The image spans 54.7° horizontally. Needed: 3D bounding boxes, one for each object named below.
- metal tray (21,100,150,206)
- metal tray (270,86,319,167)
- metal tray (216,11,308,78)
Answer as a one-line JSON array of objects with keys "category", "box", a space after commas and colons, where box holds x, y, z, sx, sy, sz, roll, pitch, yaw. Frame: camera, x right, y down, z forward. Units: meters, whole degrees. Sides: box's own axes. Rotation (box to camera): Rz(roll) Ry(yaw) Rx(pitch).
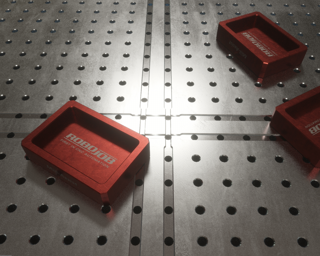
[{"category": "metal tray", "box": [-0.089, 0.025, 0.381, 0.130, 0.030, 0.090, 26, 54, 20]}, {"category": "metal tray", "box": [0.229, -0.012, 0.417, 0.131, 0.030, 0.090, -24, 54, -19]}, {"category": "metal tray", "box": [0.170, -0.146, 0.529, 0.091, 0.030, 0.130, -21, 53, -18]}]
